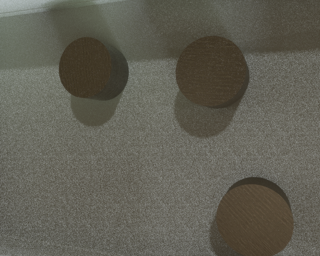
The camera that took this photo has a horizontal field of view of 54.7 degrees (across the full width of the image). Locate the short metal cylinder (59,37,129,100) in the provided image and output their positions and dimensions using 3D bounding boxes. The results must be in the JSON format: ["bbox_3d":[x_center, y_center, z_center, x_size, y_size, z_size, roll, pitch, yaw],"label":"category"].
[{"bbox_3d":[-0.091,-0.079,0.429,0.080,0.050,0.080,0,90,20],"label":"short metal cylinder"}]

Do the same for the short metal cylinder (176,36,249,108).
[{"bbox_3d":[0.065,-0.065,0.374,0.080,0.050,0.080,0,90,20],"label":"short metal cylinder"}]

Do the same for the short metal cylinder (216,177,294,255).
[{"bbox_3d":[0.110,0.100,0.358,0.080,0.050,0.080,0,90,20],"label":"short metal cylinder"}]
